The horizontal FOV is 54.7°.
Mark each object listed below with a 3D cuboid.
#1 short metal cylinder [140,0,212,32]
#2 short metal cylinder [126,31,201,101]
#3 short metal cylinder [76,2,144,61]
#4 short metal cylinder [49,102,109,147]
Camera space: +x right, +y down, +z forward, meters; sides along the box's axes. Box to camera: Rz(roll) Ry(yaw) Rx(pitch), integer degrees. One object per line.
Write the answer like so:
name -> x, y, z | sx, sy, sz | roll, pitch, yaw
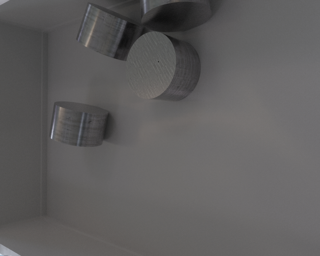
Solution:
short metal cylinder -> 0.016, -0.150, 0.358 | 0.080, 0.081, 0.050 | -9, 85, 39
short metal cylinder -> 0.003, -0.075, 0.388 | 0.080, 0.050, 0.080 | 0, 90, 40
short metal cylinder -> -0.068, -0.132, 0.428 | 0.080, 0.081, 0.050 | 38, 113, 33
short metal cylinder -> -0.123, -0.007, 0.473 | 0.080, 0.081, 0.050 | 20, 103, 38
